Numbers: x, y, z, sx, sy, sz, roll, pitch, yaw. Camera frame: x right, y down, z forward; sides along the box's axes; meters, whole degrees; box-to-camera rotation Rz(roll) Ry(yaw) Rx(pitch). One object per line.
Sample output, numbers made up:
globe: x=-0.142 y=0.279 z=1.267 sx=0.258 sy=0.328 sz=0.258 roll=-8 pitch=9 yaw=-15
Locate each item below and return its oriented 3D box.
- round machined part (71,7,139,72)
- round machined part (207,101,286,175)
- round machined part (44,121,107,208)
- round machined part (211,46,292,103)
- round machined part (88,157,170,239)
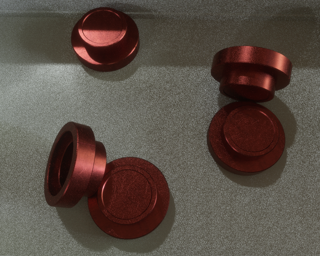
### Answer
round machined part: x=-0.080 y=-0.134 z=0.449 sx=0.099 sy=0.042 sz=0.098 roll=0 pitch=70 yaw=0
round machined part: x=0.112 y=0.009 z=0.398 sx=0.099 sy=0.042 sz=0.098 roll=0 pitch=70 yaw=0
round machined part: x=-0.097 y=0.044 z=0.364 sx=0.042 sy=0.098 sz=0.098 roll=17 pitch=66 yaw=-33
round machined part: x=0.113 y=-0.063 z=0.395 sx=0.098 sy=0.098 sz=0.042 roll=12 pitch=80 yaw=4
round machined part: x=-0.037 y=0.082 z=0.370 sx=0.099 sy=0.042 sz=0.098 roll=0 pitch=70 yaw=0
